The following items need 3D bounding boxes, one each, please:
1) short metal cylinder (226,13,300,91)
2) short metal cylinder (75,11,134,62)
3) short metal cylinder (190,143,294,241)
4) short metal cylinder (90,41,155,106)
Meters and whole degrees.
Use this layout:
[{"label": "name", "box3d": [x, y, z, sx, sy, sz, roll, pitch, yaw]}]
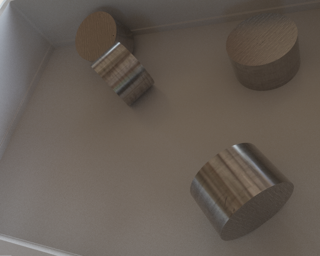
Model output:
[{"label": "short metal cylinder", "box3d": [0.127, -0.093, 0.379, 0.080, 0.050, 0.080, -13, 56, 20]}, {"label": "short metal cylinder", "box3d": [-0.090, -0.141, 0.505, 0.080, 0.050, 0.080, -4, 81, 26]}, {"label": "short metal cylinder", "box3d": [0.076, 0.060, 0.293, 0.080, 0.080, 0.050, -38, 51, 2]}, {"label": "short metal cylinder", "box3d": [-0.053, -0.077, 0.444, 0.050, 0.080, 0.080, -43, 51, -2]}]
